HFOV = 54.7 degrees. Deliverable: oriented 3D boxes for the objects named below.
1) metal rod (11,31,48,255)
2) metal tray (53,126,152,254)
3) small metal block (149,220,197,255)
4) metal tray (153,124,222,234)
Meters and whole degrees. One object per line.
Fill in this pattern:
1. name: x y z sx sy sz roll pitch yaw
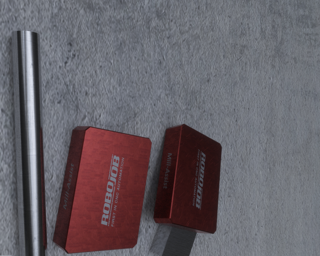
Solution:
1. metal rod: -0.125 0.059 0.301 0.025 0.025 0.298 -3 92 -40
2. metal tray: -0.061 0.069 0.352 0.091 0.030 0.129 14 81 -39
3. small metal block: 0.020 0.152 0.424 0.050 0.025 0.050 35 69 -35
4. metal tray: 0.042 0.070 0.422 0.090 0.030 0.130 27 61 -37
